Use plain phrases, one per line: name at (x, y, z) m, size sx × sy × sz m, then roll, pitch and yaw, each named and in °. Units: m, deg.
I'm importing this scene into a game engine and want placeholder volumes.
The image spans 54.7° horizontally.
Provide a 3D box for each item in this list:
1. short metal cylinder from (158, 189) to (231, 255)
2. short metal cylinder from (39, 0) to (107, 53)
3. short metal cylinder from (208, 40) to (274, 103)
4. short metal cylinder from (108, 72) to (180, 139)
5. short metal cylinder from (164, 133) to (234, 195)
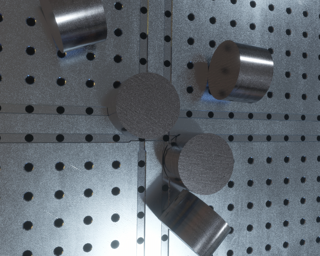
short metal cylinder at (0.044, 0.125, 0.401) m, size 0.080 × 0.080 × 0.050 m, roll 46°, pitch 76°, yaw -15°
short metal cylinder at (-0.099, -0.130, 0.347) m, size 0.050 × 0.080 × 0.080 m, roll -23°, pitch 98°, yaw -19°
short metal cylinder at (0.108, -0.076, 0.425) m, size 0.050 × 0.080 × 0.080 m, roll 4°, pitch 89°, yaw -20°
short metal cylinder at (-0.021, -0.027, 0.392) m, size 0.081 × 0.050 × 0.079 m, roll 0°, pitch 90°, yaw -21°
short metal cylinder at (0.051, 0.046, 0.420) m, size 0.081 × 0.050 × 0.079 m, roll 0°, pitch 90°, yaw -21°
